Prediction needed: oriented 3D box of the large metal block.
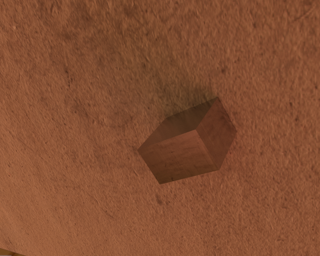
[{"bbox_3d":[0.034,0.015,0.363,0.080,0.080,0.050,-21,107,36],"label":"large metal block"}]
